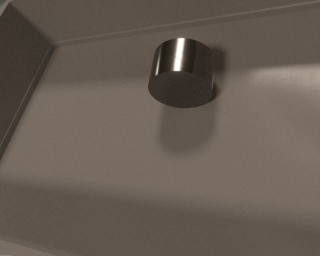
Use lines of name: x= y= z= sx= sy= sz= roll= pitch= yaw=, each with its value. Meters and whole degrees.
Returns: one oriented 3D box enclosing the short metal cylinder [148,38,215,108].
short metal cylinder: x=0.028 y=-0.068 z=0.396 sx=0.080 sy=0.080 sz=0.050 roll=-5 pitch=60 yaw=25
